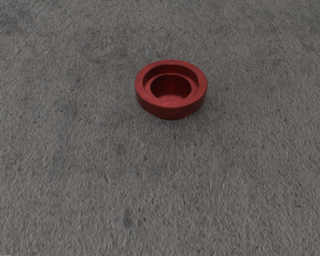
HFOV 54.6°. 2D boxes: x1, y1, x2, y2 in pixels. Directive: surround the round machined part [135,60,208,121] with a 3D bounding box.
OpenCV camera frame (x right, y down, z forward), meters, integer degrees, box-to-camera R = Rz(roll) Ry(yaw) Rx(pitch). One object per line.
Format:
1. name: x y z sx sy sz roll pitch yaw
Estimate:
1. round machined part: 0.015 -0.049 0.434 0.099 0.042 0.098 0 50 0
